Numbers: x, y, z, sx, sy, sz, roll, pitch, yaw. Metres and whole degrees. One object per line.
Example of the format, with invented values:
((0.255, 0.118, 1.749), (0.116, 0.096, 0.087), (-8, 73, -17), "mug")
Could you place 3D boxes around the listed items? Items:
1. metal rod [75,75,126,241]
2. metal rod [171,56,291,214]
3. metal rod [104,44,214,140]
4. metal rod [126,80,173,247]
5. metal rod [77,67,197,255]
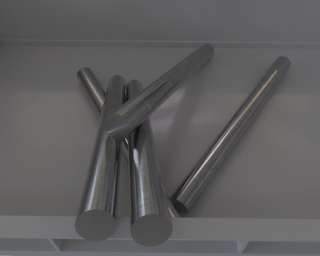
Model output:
((-0.051, -0.003, 0.324), (0.025, 0.025, 0.300), (-4, 25, -3), "metal rod")
((0.108, -0.009, 0.413), (0.025, 0.025, 0.301), (29, 56, 22), "metal rod")
((0.021, -0.064, 0.390), (0.025, 0.025, 0.301), (19, 31, 15), "metal rod")
((-0.021, 0.001, 0.321), (0.025, 0.025, 0.300), (-5, 24, -4), "metal rod")
((-0.045, 0.016, 0.383), (0.025, 0.025, 0.300), (-22, 51, -17), "metal rod")
